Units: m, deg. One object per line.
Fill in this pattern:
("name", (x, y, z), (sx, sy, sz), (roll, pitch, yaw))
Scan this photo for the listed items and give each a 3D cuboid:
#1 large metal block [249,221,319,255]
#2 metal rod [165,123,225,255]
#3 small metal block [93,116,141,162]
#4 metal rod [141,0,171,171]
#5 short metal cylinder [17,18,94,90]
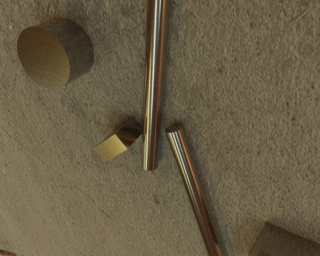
("large metal block", (0.166, 0.186, 0.418), (0.080, 0.050, 0.079), (21, 126, 15))
("metal rod", (0.064, 0.130, 0.452), (0.025, 0.025, 0.298), (-5, 116, 30))
("small metal block", (-0.056, 0.016, 0.428), (0.050, 0.050, 0.025), (-31, 101, 37))
("metal rod", (-0.006, -0.071, 0.364), (0.025, 0.025, 0.298), (17, 125, 18))
("short metal cylinder", (-0.133, -0.096, 0.400), (0.080, 0.050, 0.079), (13, 124, 20))
